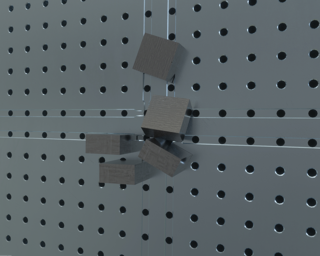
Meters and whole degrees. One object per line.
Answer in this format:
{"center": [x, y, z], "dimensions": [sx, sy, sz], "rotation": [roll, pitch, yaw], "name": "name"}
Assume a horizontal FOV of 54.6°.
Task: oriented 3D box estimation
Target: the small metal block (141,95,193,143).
{"center": [0.010, -0.013, 0.398], "dimensions": [0.050, 0.025, 0.050], "rotation": [9, 63, 20], "name": "small metal block"}

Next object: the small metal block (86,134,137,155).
{"center": [-0.066, 0.021, 0.423], "dimensions": [0.050, 0.050, 0.025], "rotation": [1, 91, 20], "name": "small metal block"}

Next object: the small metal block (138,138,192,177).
{"center": [0.008, 0.035, 0.397], "dimensions": [0.050, 0.050, 0.025], "rotation": [29, 102, 17], "name": "small metal block"}

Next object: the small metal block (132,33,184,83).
{"center": [-0.002, -0.093, 0.414], "dimensions": [0.050, 0.025, 0.050], "rotation": [22, 97, 18], "name": "small metal block"}

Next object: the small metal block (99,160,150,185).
{"center": [-0.046, 0.058, 0.416], "dimensions": [0.050, 0.050, 0.025], "rotation": [0, 90, 20], "name": "small metal block"}
